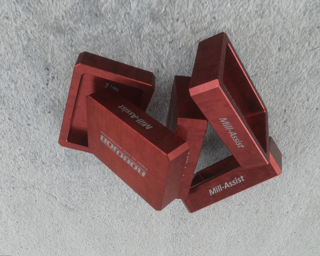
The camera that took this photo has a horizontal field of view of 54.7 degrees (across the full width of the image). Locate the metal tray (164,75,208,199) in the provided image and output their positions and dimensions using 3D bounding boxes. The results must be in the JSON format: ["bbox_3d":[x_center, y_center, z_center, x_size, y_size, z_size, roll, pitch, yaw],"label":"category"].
[{"bbox_3d":[0.025,0.013,0.378,0.030,0.090,0.129,5,131,-5],"label":"metal tray"}]

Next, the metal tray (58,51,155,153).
[{"bbox_3d":[-0.069,-0.021,0.387,0.091,0.030,0.129,15,128,-13],"label":"metal tray"}]

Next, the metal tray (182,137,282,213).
[{"bbox_3d":[0.097,0.062,0.420,0.130,0.090,0.030,-31,89,23],"label":"metal tray"}]

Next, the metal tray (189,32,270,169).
[{"bbox_3d":[0.082,-0.027,0.341,0.030,0.090,0.130,-17,130,32],"label":"metal tray"}]

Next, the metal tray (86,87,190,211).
[{"bbox_3d":[-0.032,0.022,0.353,0.130,0.030,0.089,36,137,28],"label":"metal tray"}]
